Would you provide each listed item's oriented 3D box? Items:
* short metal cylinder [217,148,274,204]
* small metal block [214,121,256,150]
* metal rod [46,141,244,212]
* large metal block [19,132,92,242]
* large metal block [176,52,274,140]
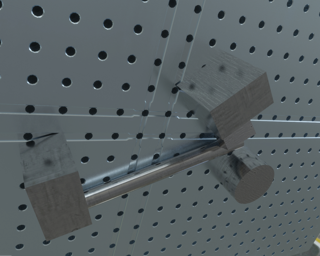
[{"bbox_3d":[0.145,0.082,0.528,0.081,0.050,0.079,-14,125,-21],"label":"short metal cylinder"},{"bbox_3d":[0.106,-0.003,0.457,0.050,0.025,0.050,-29,103,-11],"label":"small metal block"},{"bbox_3d":[-0.009,0.066,0.448,0.302,0.025,0.025,-19,126,-18],"label":"metal rod"},{"bbox_3d":[-0.119,0.064,0.351,0.050,0.080,0.079,-17,126,-19],"label":"large metal block"},{"bbox_3d":[0.081,-0.044,0.395,0.080,0.080,0.050,-35,129,-5],"label":"large metal block"}]
